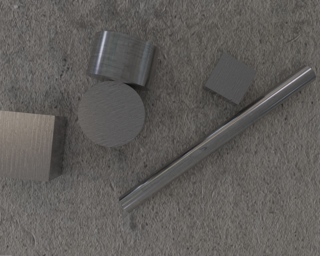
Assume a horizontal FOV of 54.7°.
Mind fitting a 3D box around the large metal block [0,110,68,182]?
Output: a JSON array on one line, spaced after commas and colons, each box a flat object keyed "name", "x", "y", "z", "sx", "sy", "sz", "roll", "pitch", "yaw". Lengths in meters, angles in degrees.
[{"name": "large metal block", "x": -0.170, "y": 0.021, "z": 0.396, "sx": 0.081, "sy": 0.050, "sz": 0.080, "roll": 6, "pitch": 90, "yaw": 0}]

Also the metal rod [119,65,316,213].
[{"name": "metal rod", "x": 0.075, "y": 0.014, "z": 0.410, "sx": 0.301, "sy": 0.025, "sz": 0.025, "roll": -36, "pitch": 90, "yaw": 0}]

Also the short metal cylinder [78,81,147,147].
[{"name": "short metal cylinder", "x": -0.058, "y": -0.017, "z": 0.397, "sx": 0.081, "sy": 0.050, "sz": 0.079, "roll": 0, "pitch": 90, "yaw": 0}]

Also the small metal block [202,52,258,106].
[{"name": "small metal block", "x": 0.092, "y": -0.064, "z": 0.411, "sx": 0.050, "sy": 0.025, "sz": 0.050, "roll": 30, "pitch": 90, "yaw": 0}]

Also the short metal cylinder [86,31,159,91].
[{"name": "short metal cylinder", "x": -0.045, "y": -0.080, "z": 0.382, "sx": 0.080, "sy": 0.080, "sz": 0.050, "roll": 13, "pitch": 90, "yaw": 0}]
